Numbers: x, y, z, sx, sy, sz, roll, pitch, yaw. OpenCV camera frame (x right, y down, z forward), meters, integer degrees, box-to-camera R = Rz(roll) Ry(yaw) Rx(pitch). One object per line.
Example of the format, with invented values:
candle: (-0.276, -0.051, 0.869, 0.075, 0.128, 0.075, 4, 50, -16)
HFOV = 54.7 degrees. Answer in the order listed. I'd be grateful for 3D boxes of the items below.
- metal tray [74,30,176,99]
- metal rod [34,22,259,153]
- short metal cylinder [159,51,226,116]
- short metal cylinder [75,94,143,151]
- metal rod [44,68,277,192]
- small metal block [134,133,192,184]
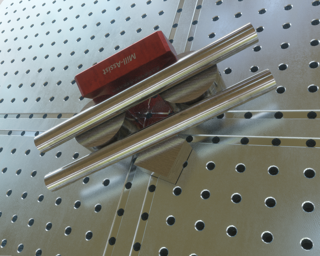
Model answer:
metal tray: (-0.041, -0.081, 0.434, 0.130, 0.090, 0.030, -25, 85, 12)
metal rod: (-0.025, -0.044, 0.381, 0.301, 0.025, 0.025, -26, 53, 11)
short metal cylinder: (0.042, -0.053, 0.402, 0.080, 0.050, 0.080, -13, 56, 20)
short metal cylinder: (-0.070, 0.001, 0.427, 0.080, 0.050, 0.080, -13, 56, 20)
metal rod: (-0.009, 0.008, 0.373, 0.301, 0.025, 0.025, -25, 53, 12)
small metal block: (0.004, 0.035, 0.382, 0.050, 0.025, 0.050, 16, 70, 34)
